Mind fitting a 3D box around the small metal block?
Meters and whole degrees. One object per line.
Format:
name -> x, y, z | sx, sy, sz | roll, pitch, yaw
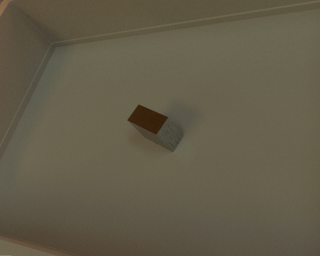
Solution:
small metal block -> -0.005, 0.001, 0.391 | 0.050, 0.050, 0.025 | 25, 76, 36
